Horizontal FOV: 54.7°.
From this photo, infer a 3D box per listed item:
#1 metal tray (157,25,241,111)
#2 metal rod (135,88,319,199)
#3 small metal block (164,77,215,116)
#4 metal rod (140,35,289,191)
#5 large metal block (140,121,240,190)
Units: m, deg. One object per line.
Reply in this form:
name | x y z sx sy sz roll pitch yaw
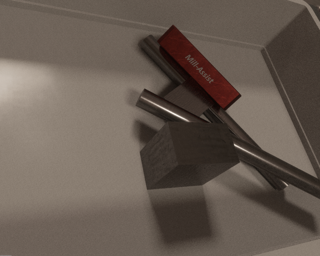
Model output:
metal tray | 0.056 -0.087 0.447 0.130 0.030 0.090 45 13 -5
metal rod | 0.107 0.027 0.418 0.301 0.025 0.025 27 52 -10
small metal block | 0.039 -0.035 0.437 0.050 0.025 0.050 -38 83 -12
metal rod | 0.081 -0.025 0.466 0.300 0.025 0.025 47 51 4
large metal block | 0.032 0.034 0.368 0.081 0.080 0.050 1 61 -28
